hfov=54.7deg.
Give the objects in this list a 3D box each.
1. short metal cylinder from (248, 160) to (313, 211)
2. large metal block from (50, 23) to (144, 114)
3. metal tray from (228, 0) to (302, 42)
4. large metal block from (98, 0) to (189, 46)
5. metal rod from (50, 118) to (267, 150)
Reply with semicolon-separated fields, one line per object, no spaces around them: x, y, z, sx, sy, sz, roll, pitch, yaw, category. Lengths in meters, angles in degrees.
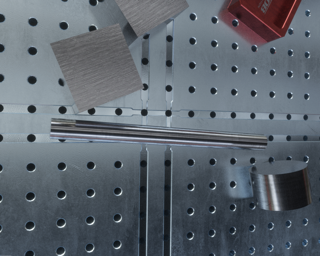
0.173;0.081;0.447;0.081;0.080;0.050;-11;94;-20;short metal cylinder
-0.076;-0.069;0.371;0.081;0.050;0.080;-24;98;-18;large metal block
0.172;-0.211;0.472;0.090;0.030;0.130;31;80;-18;metal tray
-0.025;-0.162;0.390;0.080;0.050;0.080;-36;102;-16;large metal block
0.013;0.011;0.417;0.302;0.025;0.025;4;89;-20;metal rod
